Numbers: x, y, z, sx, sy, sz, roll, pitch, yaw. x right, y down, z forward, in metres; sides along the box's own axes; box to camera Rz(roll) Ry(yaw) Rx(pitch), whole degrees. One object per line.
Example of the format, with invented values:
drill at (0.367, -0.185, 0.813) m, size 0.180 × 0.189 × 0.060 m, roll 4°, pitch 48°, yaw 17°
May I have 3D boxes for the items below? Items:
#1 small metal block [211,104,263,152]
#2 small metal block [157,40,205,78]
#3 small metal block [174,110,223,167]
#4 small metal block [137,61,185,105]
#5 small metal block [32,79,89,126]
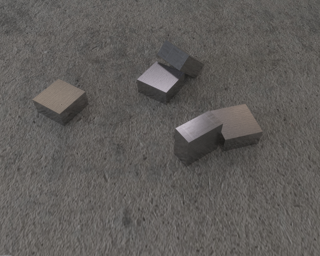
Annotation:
small metal block at (0.097, -0.001, 0.405) m, size 0.050 × 0.025 × 0.050 m, roll -12°, pitch 51°, yaw -10°
small metal block at (0.032, -0.105, 0.473) m, size 0.050 × 0.025 × 0.050 m, roll 42°, pitch 18°, yaw 29°
small metal block at (0.046, 0.013, 0.376) m, size 0.050 × 0.050 × 0.025 m, roll -27°, pitch 55°, yaw -21°
small metal block at (0.002, -0.067, 0.460) m, size 0.050 × 0.025 × 0.050 m, roll 27°, pitch 55°, yaw 21°
small metal block at (-0.138, -0.036, 0.433) m, size 0.050 × 0.025 × 0.050 m, roll 26°, pitch 55°, yaw 20°
